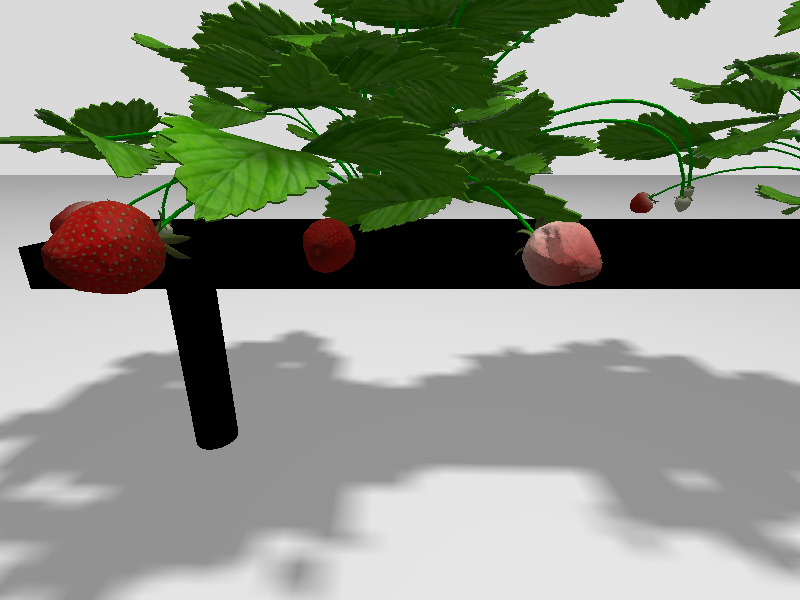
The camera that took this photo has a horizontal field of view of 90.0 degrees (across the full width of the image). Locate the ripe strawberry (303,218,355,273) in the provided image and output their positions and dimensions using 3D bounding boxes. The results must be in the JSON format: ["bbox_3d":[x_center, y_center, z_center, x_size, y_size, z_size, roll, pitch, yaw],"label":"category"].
[{"bbox_3d":[-0.037,-0.027,0.204,0.027,0.028,0.029,3,20,8],"label":"ripe strawberry"}]

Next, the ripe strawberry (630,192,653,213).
[{"bbox_3d":[0.265,-0.106,0.440,0.022,0.022,0.020,-31,-1,35],"label":"ripe strawberry"}]

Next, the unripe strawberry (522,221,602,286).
[{"bbox_3d":[0.070,-0.018,0.172,0.033,0.029,0.030,-9,31,-24],"label":"unripe strawberry"}]

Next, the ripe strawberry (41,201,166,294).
[{"bbox_3d":[-0.124,-0.020,0.167,0.038,0.040,0.041,11,27,29],"label":"ripe strawberry"}]

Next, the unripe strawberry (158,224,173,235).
[{"bbox_3d":[-0.151,-0.044,0.256,0.010,0.011,0.011,-13,22,-33],"label":"unripe strawberry"}]

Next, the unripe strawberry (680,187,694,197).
[{"bbox_3d":[0.253,-0.094,0.353,0.010,0.010,0.011,-1,19,-3],"label":"unripe strawberry"}]

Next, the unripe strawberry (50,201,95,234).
[{"bbox_3d":[-0.206,-0.049,0.260,0.033,0.029,0.033,-17,24,-20],"label":"unripe strawberry"}]

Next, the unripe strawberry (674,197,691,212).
[{"bbox_3d":[0.220,-0.074,0.312,0.011,0.011,0.010,2,19,7],"label":"unripe strawberry"}]
